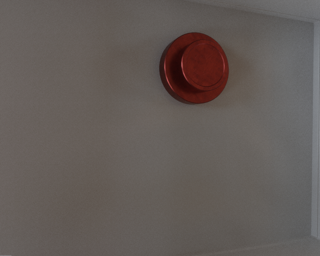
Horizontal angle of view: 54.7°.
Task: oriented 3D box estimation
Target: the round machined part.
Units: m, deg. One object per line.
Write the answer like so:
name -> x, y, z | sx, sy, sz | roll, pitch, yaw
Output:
round machined part -> 0.052, -0.082, 0.422 | 0.099, 0.042, 0.097 | 0, 90, -21
